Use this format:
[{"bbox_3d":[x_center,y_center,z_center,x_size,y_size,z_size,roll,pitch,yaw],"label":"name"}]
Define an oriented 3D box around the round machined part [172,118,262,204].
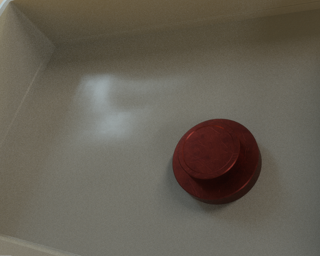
[{"bbox_3d":[0.059,0.031,0.344,0.098,0.042,0.098,-13,56,20],"label":"round machined part"}]
